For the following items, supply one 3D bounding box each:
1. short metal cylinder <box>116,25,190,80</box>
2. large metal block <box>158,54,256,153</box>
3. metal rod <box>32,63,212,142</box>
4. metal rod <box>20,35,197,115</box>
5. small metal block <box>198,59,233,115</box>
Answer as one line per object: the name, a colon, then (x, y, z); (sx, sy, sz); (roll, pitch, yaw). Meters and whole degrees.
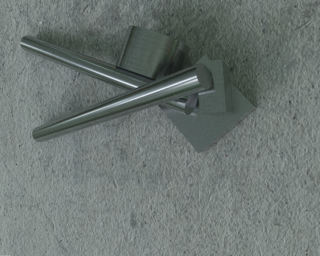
short metal cylinder: (-0.009, -0.087, 0.385); (0.080, 0.080, 0.050); (22, 97, 18)
large metal block: (0.057, -0.027, 0.375); (0.080, 0.050, 0.080); (-43, 76, 16)
metal rod: (-0.072, -0.019, 0.378); (0.300, 0.025, 0.025); (-14, 85, 40)
metal rod: (-0.086, -0.079, 0.409); (0.300, 0.025, 0.025); (24, 98, 29)
small metal block: (0.057, -0.040, 0.320); (0.025, 0.050, 0.050); (-4, 89, 20)
